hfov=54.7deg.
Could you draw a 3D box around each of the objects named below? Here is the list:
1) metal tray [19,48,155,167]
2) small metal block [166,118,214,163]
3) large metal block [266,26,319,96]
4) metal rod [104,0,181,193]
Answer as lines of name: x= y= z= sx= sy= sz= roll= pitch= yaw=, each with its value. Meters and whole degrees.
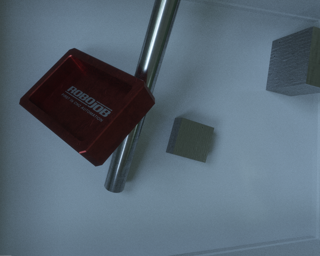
metal tray: x=-0.081 y=-0.029 z=0.329 sx=0.090 sy=0.130 sz=0.030 roll=-50 pitch=144 yaw=-13
small metal block: x=0.041 y=0.017 z=0.427 sx=0.050 sy=0.025 sz=0.050 roll=17 pitch=84 yaw=-20
large metal block: x=0.210 y=-0.095 z=0.461 sx=0.050 sy=0.080 sz=0.080 roll=10 pitch=87 yaw=-20
metal rod: x=-0.015 y=-0.058 z=0.341 sx=0.025 sy=0.025 sz=0.298 roll=10 pitch=112 yaw=-20
